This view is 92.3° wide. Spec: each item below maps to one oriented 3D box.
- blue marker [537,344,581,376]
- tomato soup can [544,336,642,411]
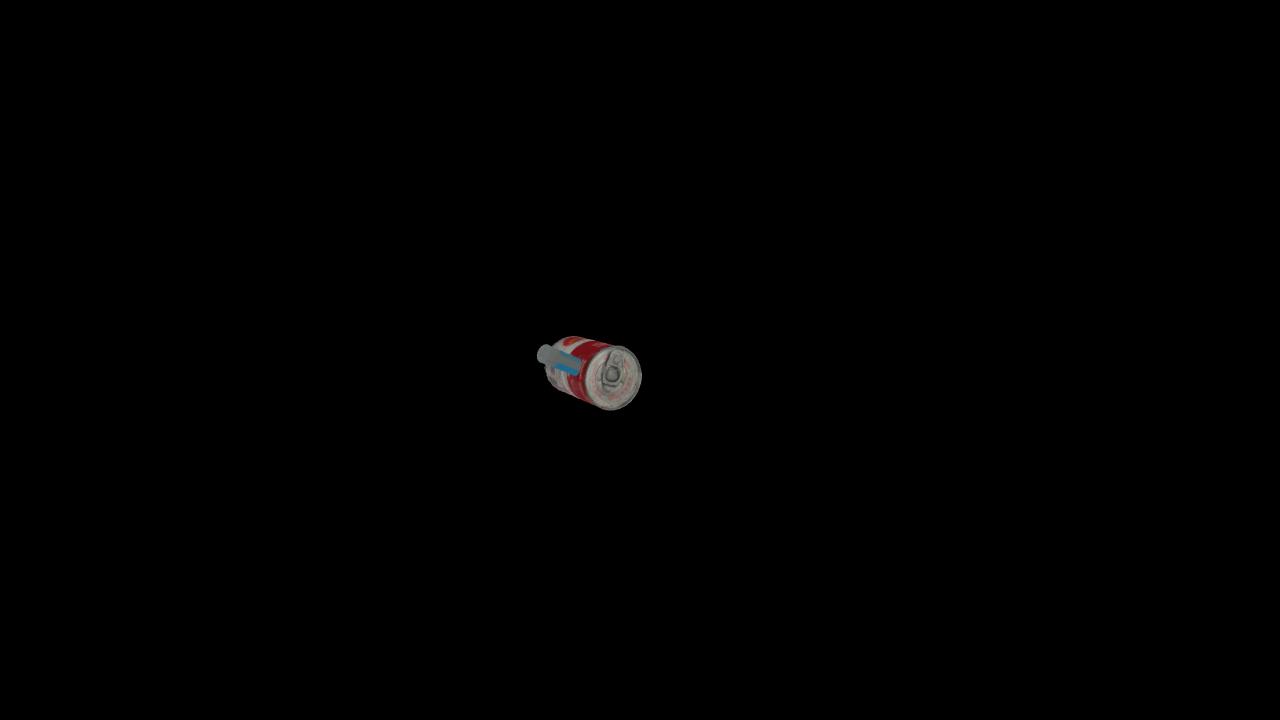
[{"bbox_3d":[-0.057,0.011,0.635,0.020,0.020,0.121,0,-17,39],"label":"blue marker"},{"bbox_3d":[-0.053,0.012,0.665,0.068,0.068,0.101,0,8,-33],"label":"tomato soup can"}]
